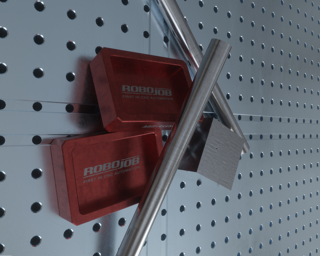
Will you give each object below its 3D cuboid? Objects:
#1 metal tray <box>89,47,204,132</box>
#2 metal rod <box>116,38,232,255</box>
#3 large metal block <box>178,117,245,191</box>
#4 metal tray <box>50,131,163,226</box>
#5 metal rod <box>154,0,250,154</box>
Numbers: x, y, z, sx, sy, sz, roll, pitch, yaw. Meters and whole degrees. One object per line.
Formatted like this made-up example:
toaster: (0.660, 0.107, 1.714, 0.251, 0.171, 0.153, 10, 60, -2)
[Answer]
metal tray: (-0.012, -0.044, 0.376, 0.131, 0.030, 0.090, -2, 69, -40)
metal rod: (0.009, 0.041, 0.357, 0.025, 0.025, 0.299, 21, 94, -39)
large metal block: (0.072, 0.038, 0.456, 0.080, 0.050, 0.080, 31, 71, -36)
metal tray: (-0.053, 0.048, 0.362, 0.131, 0.030, 0.089, -10, 97, -40)
metal rod: (0.068, -0.077, 0.468, 0.025, 0.025, 0.299, -48, 119, -29)
